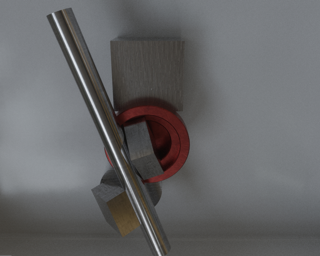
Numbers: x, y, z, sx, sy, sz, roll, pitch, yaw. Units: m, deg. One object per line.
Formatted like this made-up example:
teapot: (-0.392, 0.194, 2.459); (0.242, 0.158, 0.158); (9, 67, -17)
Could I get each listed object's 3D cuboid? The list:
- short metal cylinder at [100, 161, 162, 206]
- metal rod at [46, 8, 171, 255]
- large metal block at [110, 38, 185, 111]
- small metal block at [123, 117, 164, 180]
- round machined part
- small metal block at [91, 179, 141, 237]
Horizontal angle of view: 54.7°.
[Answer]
short metal cylinder: (-0.038, 0.071, 0.423); (0.081, 0.050, 0.079); (0, 110, -1)
metal rod: (-0.047, 0.022, 0.343); (0.025, 0.025, 0.298); (-18, 109, 6)
large metal block: (-0.014, -0.065, 0.371); (0.081, 0.050, 0.079); (0, 110, -1)
small metal block: (-0.018, 0.024, 0.354); (0.025, 0.050, 0.050); (-19, 144, 3)
round machined part: (-0.015, 0.014, 0.374); (0.099, 0.042, 0.097); (0, 110, -1)
small metal block: (-0.054, 0.096, 0.375); (0.025, 0.050, 0.050); (-29, 111, -25)
